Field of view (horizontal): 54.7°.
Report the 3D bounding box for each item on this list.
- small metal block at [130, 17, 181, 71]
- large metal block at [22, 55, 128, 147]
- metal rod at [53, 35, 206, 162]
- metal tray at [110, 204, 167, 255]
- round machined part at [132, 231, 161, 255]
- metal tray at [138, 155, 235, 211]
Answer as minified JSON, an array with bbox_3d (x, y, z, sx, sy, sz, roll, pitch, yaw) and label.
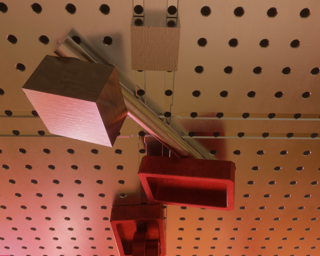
[{"bbox_3d":[-0.005,-0.090,0.335,0.050,0.025,0.050,1,130,-2],"label":"small metal block"},{"bbox_3d":[-0.088,-0.028,0.344,0.080,0.050,0.080,12,147,13],"label":"large metal block"},{"bbox_3d":[-0.008,-0.005,0.407,0.025,0.025,0.300,-34,123,25],"label":"metal rod"},{"bbox_3d":[-0.036,0.193,0.572,0.091,0.030,0.129,-3,130,2],"label":"metal tray"},{"bbox_3d":[-0.021,0.232,0.544,0.042,0.098,0.097,-3,130,2],"label":"round machined part"},{"bbox_3d":[0.042,0.081,0.451,0.131,0.030,0.090,2,140,14],"label":"metal tray"}]
